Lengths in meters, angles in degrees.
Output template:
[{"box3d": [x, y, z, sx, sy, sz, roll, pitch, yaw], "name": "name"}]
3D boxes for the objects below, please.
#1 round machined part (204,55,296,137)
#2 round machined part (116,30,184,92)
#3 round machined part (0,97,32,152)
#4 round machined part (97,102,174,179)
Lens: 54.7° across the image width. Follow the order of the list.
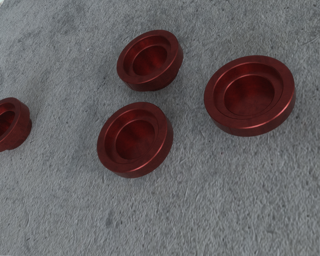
[{"box3d": [0.104, -0.033, 0.358, 0.098, 0.042, 0.098, -13, 56, 21], "name": "round machined part"}, {"box3d": [-0.011, -0.093, 0.456, 0.098, 0.042, 0.098, -13, 56, 21], "name": "round machined part"}, {"box3d": [-0.261, -0.001, 0.531, 0.098, 0.042, 0.098, -13, 56, 21], "name": "round machined part"}, {"box3d": [-0.028, 0.019, 0.396, 0.098, 0.042, 0.098, -13, 56, 21], "name": "round machined part"}]
